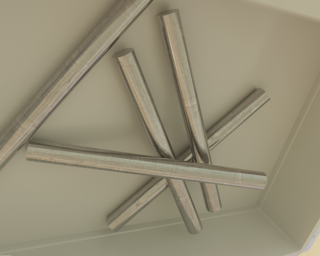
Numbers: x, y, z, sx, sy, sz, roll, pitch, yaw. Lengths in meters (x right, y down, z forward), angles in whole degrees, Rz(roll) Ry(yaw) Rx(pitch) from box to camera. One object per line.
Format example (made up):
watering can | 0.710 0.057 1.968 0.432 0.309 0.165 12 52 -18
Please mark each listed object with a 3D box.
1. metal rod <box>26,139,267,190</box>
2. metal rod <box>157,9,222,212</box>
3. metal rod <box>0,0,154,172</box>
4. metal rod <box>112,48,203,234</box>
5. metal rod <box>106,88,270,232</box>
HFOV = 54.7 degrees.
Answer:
metal rod | -0.003 0.049 0.387 0.302 0.025 0.025 10 115 -16
metal rod | 0.046 -0.002 0.410 0.025 0.025 0.298 -25 120 -14
metal rod | -0.111 -0.038 0.325 0.300 0.025 0.025 -47 130 4
metal rod | 0.007 0.038 0.413 0.025 0.025 0.299 -28 121 -11
metal rod | 0.042 0.047 0.462 0.300 0.025 0.025 -41 130 -1
